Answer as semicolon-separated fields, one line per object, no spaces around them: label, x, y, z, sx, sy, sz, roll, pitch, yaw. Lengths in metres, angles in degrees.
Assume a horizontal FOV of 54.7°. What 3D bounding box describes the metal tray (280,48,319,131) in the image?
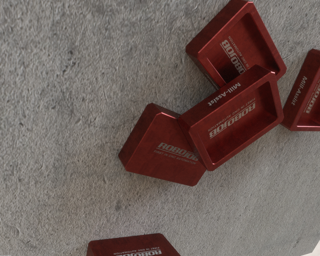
metal tray;0.259;-0.058;0.508;0.091;0.030;0.129;1;118;-29

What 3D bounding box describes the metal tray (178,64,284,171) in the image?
metal tray;0.097;-0.012;0.409;0.130;0.030;0.090;-34;129;-6

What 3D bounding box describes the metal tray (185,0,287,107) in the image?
metal tray;0.104;-0.088;0.405;0.090;0.030;0.130;-46;129;4

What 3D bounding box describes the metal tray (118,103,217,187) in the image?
metal tray;0.019;0.028;0.431;0.131;0.030;0.090;20;108;-36

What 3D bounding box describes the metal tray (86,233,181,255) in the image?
metal tray;-0.035;0.202;0.467;0.131;0.090;0.030;5;104;-31
